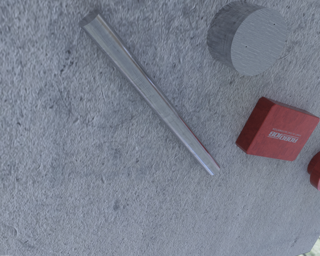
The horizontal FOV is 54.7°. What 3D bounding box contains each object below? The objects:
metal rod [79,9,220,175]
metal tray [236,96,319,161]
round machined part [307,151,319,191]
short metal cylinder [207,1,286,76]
[{"bbox_3d":[0.008,-0.022,0.399,0.025,0.025,0.300,-42,130,0],"label":"metal rod"},{"bbox_3d":[0.199,0.005,0.519,0.131,0.030,0.089,11,113,-33],"label":"metal tray"},{"bbox_3d":[0.347,0.081,0.640,0.099,0.042,0.097,-14,125,-21],"label":"round machined part"},{"bbox_3d":[0.106,-0.111,0.382,0.081,0.050,0.079,-14,125,-21],"label":"short metal cylinder"}]
